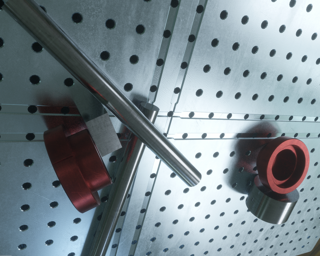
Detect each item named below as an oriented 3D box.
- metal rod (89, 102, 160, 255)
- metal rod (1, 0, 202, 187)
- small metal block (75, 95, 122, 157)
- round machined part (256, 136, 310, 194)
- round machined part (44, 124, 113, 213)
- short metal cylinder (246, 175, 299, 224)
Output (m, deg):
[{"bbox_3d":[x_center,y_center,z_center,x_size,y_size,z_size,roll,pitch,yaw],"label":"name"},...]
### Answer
[{"bbox_3d":[-0.062,0.103,0.440,0.025,0.025,0.298,7,115,-32],"label":"metal rod"},{"bbox_3d":[-0.041,-0.022,0.349,0.025,0.025,0.300,-43,122,1],"label":"metal rod"},{"bbox_3d":[-0.070,-0.004,0.354,0.025,0.050,0.050,-26,128,-13],"label":"small metal block"},{"bbox_3d":[0.208,0.061,0.540,0.099,0.042,0.097,-5,102,-24],"label":"round machined part"},{"bbox_3d":[-0.085,0.039,0.341,0.042,0.098,0.098,-25,128,-11],"label":"round machined part"},{"bbox_3d":[0.204,0.128,0.565,0.081,0.080,0.050,-3,121,-27],"label":"short metal cylinder"}]
